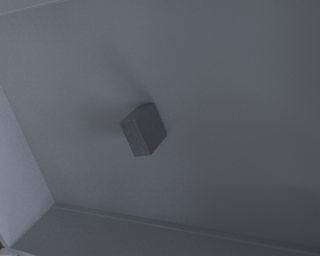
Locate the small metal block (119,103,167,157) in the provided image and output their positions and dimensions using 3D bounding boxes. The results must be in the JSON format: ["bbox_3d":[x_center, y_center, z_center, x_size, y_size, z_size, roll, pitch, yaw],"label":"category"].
[{"bbox_3d":[-0.020,0.002,0.400,0.025,0.050,0.050,-9,113,32],"label":"small metal block"}]
